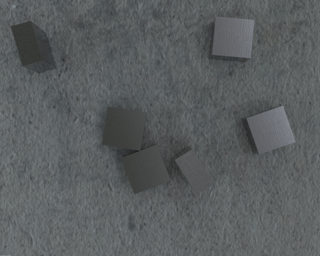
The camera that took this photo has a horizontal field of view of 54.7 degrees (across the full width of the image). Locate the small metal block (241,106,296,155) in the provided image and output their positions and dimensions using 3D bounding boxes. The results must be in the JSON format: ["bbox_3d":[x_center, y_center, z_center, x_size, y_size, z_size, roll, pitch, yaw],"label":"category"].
[{"bbox_3d":[0.143,0.003,0.412,0.050,0.025,0.050,-19,90,-1],"label":"small metal block"}]

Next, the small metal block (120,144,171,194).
[{"bbox_3d":[-0.018,0.053,0.410,0.050,0.025,0.050,-21,91,-1],"label":"small metal block"}]

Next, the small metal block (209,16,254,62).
[{"bbox_3d":[0.094,-0.117,0.411,0.050,0.025,0.050,5,90,-1],"label":"small metal block"}]

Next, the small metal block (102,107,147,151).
[{"bbox_3d":[-0.046,0.001,0.409,0.050,0.025,0.050,9,90,-1],"label":"small metal block"}]

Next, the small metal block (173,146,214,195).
[{"bbox_3d":[0.042,0.053,0.398,0.025,0.050,0.050,-32,90,0],"label":"small metal block"}]

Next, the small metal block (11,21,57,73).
[{"bbox_3d":[-0.160,-0.101,0.395,0.025,0.050,0.050,-16,90,0],"label":"small metal block"}]
